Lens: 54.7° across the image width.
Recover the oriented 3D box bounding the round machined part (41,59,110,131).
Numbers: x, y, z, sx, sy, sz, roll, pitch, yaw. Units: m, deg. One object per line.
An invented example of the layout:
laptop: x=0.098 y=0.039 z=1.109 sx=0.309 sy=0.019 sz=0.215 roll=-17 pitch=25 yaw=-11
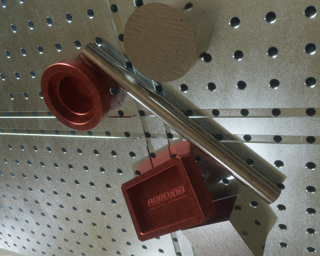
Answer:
round machined part: x=-0.110 y=-0.049 z=0.426 sx=0.098 sy=0.042 sz=0.097 roll=13 pitch=124 yaw=20

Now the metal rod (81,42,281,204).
metal rod: x=0.025 y=-0.007 z=0.392 sx=0.300 sy=0.025 sz=0.025 roll=38 pitch=129 yaw=2

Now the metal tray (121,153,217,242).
metal tray: x=0.007 y=0.101 z=0.440 sx=0.130 sy=0.030 sz=0.090 roll=-32 pitch=73 yaw=38

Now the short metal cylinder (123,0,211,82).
short metal cylinder: x=0.009 y=-0.095 z=0.330 sx=0.080 sy=0.050 sz=0.079 roll=13 pitch=124 yaw=20

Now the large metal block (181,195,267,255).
large metal block: x=0.091 y=0.150 z=0.439 sx=0.080 sy=0.050 sz=0.080 roll=-27 pitch=104 yaw=37
